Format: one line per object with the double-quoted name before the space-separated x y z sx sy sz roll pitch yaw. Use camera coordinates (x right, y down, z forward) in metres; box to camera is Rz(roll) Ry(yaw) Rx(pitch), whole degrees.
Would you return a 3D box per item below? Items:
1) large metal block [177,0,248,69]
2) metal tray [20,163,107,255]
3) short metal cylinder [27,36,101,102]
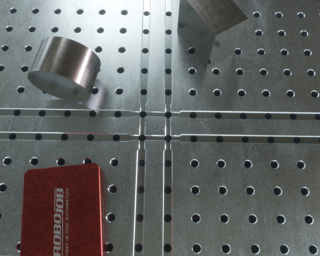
"large metal block" 0.069 -0.145 0.436 0.050 0.080 0.080 -30 73 -11
"metal tray" -0.113 0.112 0.367 0.091 0.030 0.129 -5 70 -3
"short metal cylinder" -0.124 -0.075 0.408 0.080 0.080 0.050 12 71 4
